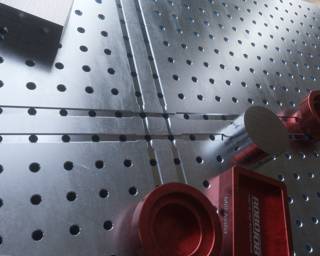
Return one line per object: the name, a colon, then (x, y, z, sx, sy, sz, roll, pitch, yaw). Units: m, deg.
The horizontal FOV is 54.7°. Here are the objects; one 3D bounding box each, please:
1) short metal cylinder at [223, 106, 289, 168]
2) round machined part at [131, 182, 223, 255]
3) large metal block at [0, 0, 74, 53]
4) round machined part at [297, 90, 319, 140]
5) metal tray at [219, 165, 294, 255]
short metal cylinder: (0.142, 0.014, 0.460, 0.081, 0.050, 0.080, 14, 56, -21)
round machined part: (0.015, 0.112, 0.337, 0.099, 0.042, 0.098, 14, 56, -21)
large metal block: (-0.160, -0.155, 0.400, 0.081, 0.050, 0.080, 17, 55, -19)
round machined part: (0.292, -0.017, 0.565, 0.099, 0.042, 0.098, 14, 56, -21)
metal tray: (0.122, 0.122, 0.395, 0.091, 0.030, 0.130, 20, 54, -16)
